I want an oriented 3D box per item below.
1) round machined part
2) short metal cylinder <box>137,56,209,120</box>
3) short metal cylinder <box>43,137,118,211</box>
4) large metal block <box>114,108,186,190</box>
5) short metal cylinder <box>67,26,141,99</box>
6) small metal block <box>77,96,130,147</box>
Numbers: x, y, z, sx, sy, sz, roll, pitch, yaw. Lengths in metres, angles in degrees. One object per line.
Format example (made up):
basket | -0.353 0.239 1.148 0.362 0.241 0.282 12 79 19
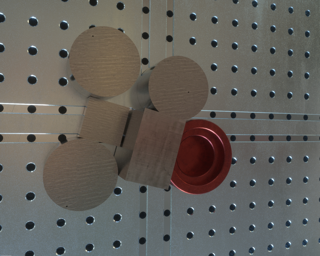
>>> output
round machined part | 0.044 0.037 0.420 0.099 0.042 0.097 0 90 -20
short metal cylinder | 0.016 -0.049 0.405 0.081 0.050 0.080 0 90 -20
short metal cylinder | -0.094 0.051 0.364 0.081 0.050 0.080 0 90 -20
large metal block | -0.017 0.023 0.374 0.050 0.080 0.080 17 85 -19
short metal cylinder | -0.069 -0.075 0.373 0.081 0.050 0.080 0 90 -20
small metal block | -0.071 -0.007 0.386 0.050 0.025 0.050 16 85 -20
